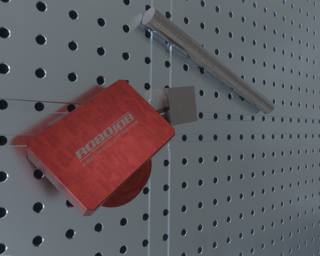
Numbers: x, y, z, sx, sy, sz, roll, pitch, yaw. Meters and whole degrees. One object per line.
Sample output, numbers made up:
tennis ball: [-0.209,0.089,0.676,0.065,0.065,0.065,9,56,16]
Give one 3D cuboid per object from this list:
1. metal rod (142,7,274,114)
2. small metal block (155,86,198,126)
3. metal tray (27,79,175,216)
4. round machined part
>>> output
metal rod: [0.093,-0.090,0.486,0.301,0.025,0.025,26,74,-37]
small metal block: [0.023,-0.031,0.428,0.050,0.025,0.050,-11,97,-39]
metal tray: [-0.058,0.016,0.329,0.090,0.030,0.131,45,58,5]
round machined part: [-0.049,0.043,0.357,0.099,0.042,0.097,0,90,-40]
